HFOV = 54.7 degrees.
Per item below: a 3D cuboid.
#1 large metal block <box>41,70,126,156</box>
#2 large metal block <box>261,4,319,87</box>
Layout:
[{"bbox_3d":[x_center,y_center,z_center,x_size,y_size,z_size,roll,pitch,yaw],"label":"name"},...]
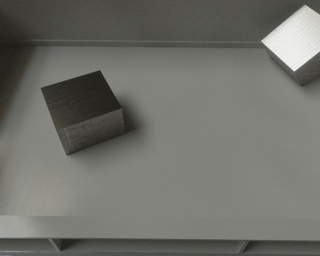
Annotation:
[{"bbox_3d":[-0.100,-0.022,0.407,0.081,0.050,0.080,-21,53,-17],"label":"large metal block"},{"bbox_3d":[0.217,-0.125,0.470,0.080,0.050,0.080,-40,53,14],"label":"large metal block"}]
